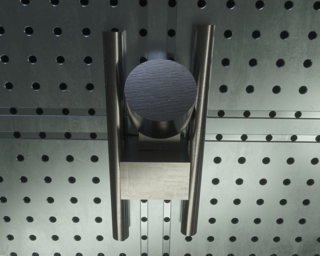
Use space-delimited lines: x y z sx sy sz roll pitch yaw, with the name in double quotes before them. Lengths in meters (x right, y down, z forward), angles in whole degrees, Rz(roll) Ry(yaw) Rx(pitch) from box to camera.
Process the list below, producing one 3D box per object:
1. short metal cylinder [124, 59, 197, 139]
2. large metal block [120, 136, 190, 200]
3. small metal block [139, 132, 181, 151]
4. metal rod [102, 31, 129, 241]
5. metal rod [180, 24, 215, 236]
"short metal cylinder" 0.001 -0.033 0.365 0.081 0.050 0.080 1 66 -1
"large metal block" -0.006 0.049 0.399 0.081 0.080 0.050 1 110 -1
"small metal block" -0.001 0.007 0.402 0.050 0.050 0.025 1 110 -1
"metal rod" -0.058 0.024 0.422 0.025 0.025 0.298 1 110 0
"metal rod" 0.048 0.017 0.420 0.025 0.025 0.298 2 110 -1
